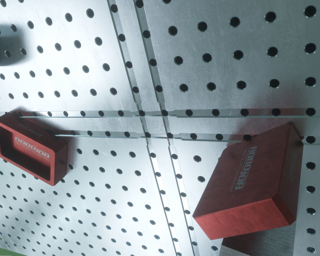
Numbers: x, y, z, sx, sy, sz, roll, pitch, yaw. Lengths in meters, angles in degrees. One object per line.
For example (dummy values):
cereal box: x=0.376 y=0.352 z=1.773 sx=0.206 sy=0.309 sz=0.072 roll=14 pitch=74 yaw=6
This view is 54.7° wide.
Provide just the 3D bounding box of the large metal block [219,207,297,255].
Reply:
large metal block: x=0.126 y=0.152 z=0.403 sx=0.080 sy=0.080 sz=0.050 roll=15 pitch=125 yaw=19

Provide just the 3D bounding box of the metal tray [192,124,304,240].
metal tray: x=0.096 y=0.052 z=0.324 sx=0.090 sy=0.131 sz=0.030 roll=-27 pitch=103 yaw=37

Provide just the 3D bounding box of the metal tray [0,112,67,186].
metal tray: x=-0.229 y=0.038 z=0.548 sx=0.130 sy=0.030 sz=0.089 roll=25 pitch=127 yaw=12
